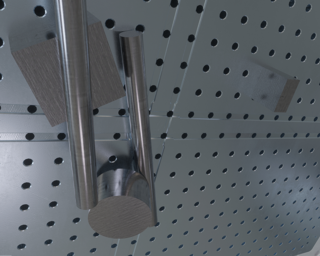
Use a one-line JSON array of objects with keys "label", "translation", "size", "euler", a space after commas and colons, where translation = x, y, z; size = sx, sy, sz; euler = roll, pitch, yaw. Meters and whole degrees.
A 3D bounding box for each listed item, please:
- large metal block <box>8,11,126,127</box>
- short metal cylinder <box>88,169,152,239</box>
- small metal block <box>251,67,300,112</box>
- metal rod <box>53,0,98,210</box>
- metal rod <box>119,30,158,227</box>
[{"label": "large metal block", "translation": [-0.090, -0.060, 0.309], "size": [0.080, 0.050, 0.080], "euler": [-25, 128, -13]}, {"label": "short metal cylinder", "translation": [-0.053, 0.101, 0.414], "size": [0.081, 0.050, 0.079], "euler": [-3, 123, -4]}, {"label": "small metal block", "translation": [0.167, -0.056, 0.452], "size": [0.025, 0.050, 0.050], "euler": [0, 119, -29]}, {"label": "metal rod", "translation": [-0.075, -0.044, 0.278], "size": [0.025, 0.025, 0.298], "euler": [-11, 123, -23]}, {"label": "metal rod", "translation": [-0.024, 0.024, 0.413], "size": [0.025, 0.025, 0.298], "euler": [-16, 125, -19]}]
